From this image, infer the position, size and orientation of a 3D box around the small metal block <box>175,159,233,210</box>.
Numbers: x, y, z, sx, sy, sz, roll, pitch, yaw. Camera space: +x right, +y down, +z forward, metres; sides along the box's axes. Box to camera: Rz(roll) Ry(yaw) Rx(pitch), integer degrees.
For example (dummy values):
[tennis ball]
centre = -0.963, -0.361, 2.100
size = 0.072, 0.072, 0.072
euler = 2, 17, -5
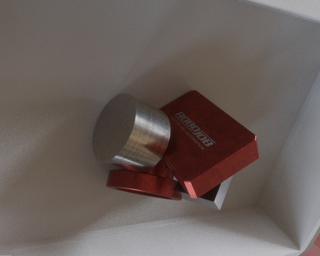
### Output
[small metal block]
centre = 0.054, 0.065, 0.374
size = 0.050, 0.050, 0.025
euler = -62, 142, -24

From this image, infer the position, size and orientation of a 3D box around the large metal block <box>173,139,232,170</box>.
[large metal block]
centre = 0.058, 0.027, 0.431
size = 0.081, 0.050, 0.079
euler = -14, 129, -21

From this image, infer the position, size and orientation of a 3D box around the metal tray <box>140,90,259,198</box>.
[metal tray]
centre = 0.041, 0.012, 0.369
size = 0.090, 0.130, 0.030
euler = -31, 130, -9

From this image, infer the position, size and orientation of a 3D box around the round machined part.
[round machined part]
centre = -0.017, 0.065, 0.404
size = 0.099, 0.098, 0.042
euler = 22, 71, -37

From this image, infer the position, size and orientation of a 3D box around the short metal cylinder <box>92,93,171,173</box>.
[short metal cylinder]
centre = -0.034, 0.007, 0.358
size = 0.050, 0.080, 0.080
euler = 25, 105, -37
